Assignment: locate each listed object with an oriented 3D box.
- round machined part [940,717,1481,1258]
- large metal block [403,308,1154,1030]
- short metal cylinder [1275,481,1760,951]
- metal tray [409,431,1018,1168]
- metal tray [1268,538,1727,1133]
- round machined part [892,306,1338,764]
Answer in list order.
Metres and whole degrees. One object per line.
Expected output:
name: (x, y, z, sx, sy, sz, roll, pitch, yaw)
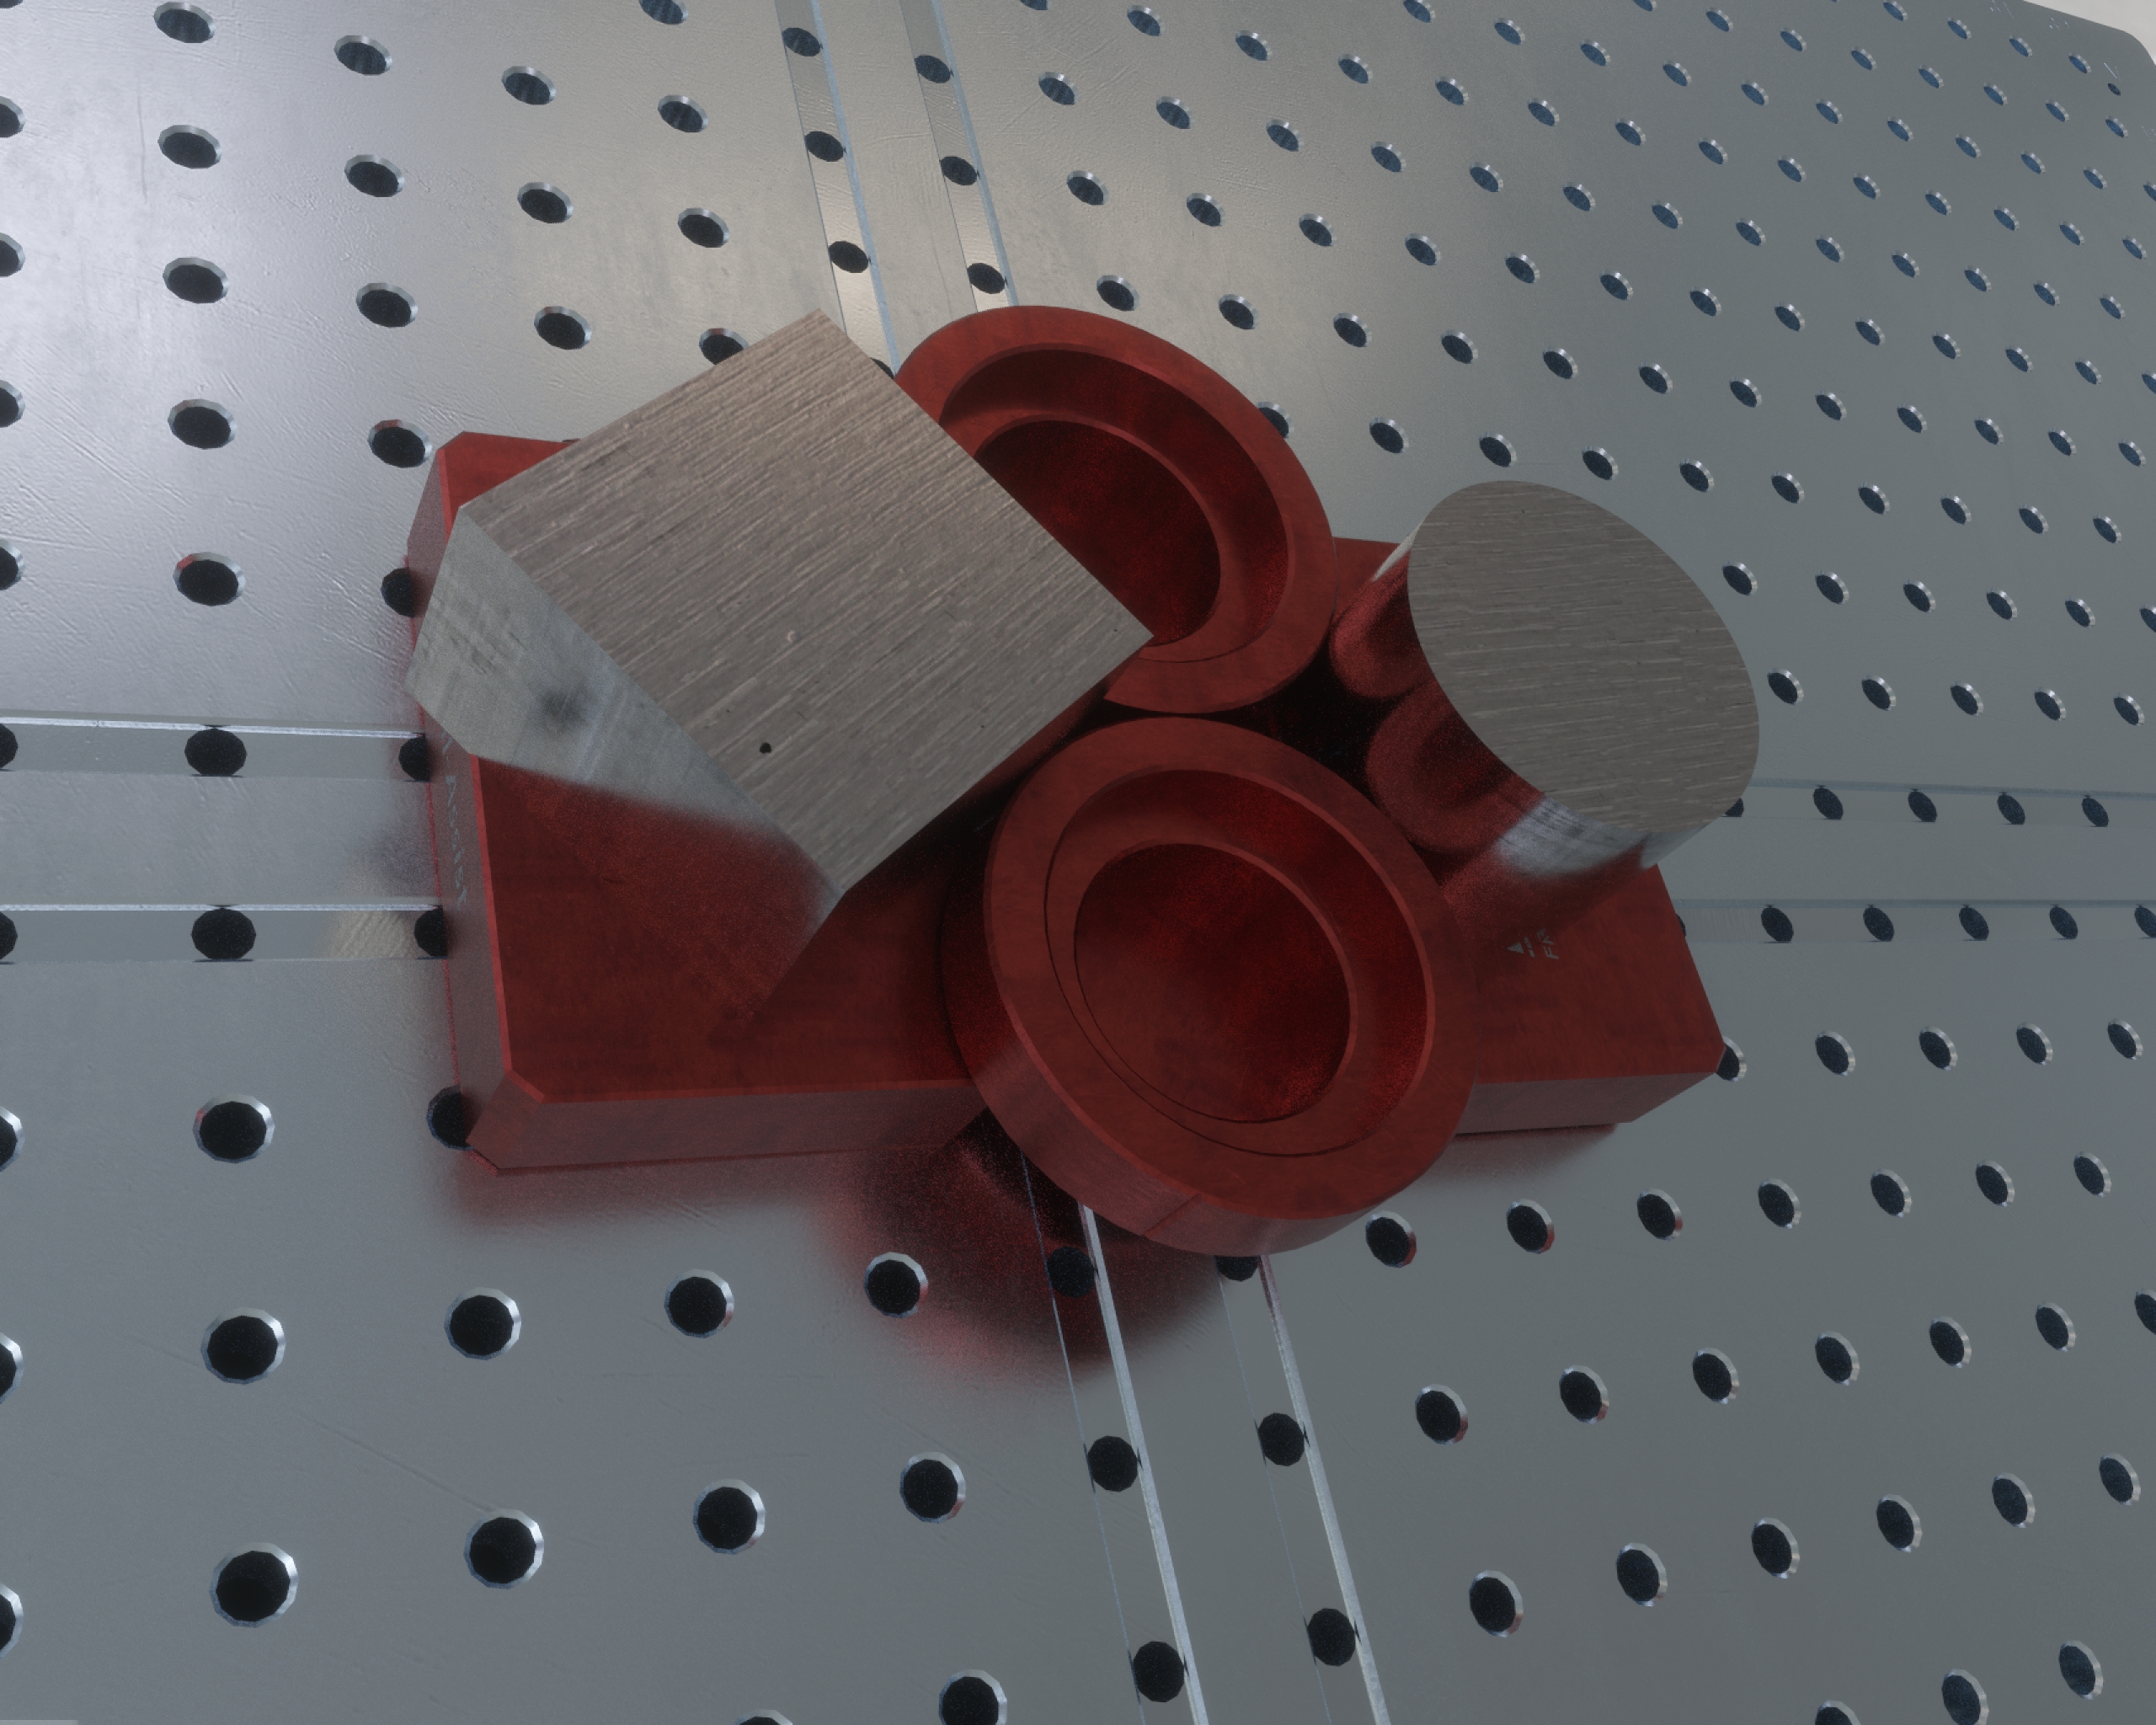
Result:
round machined part: (0.021, 0.025, 0.381, 0.099, 0.042, 0.098, 14, 56, -21)
large metal block: (-0.049, -0.033, 0.347, 0.080, 0.050, 0.080, 45, 51, 3)
short metal cylinder: (0.087, -0.029, 0.417, 0.081, 0.050, 0.080, 14, 56, -21)
metal tray: (-0.067, -0.013, 0.376, 0.091, 0.030, 0.130, 1, 61, -29)
metal tray: (0.076, -0.008, 0.448, 0.091, 0.030, 0.130, 1, 61, -28)
round machined part: (0.000, -0.061, 0.423, 0.099, 0.042, 0.098, 14, 56, -21)
